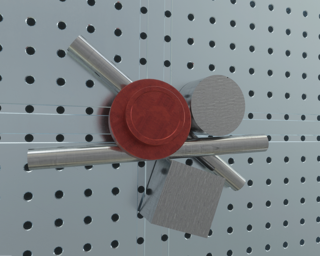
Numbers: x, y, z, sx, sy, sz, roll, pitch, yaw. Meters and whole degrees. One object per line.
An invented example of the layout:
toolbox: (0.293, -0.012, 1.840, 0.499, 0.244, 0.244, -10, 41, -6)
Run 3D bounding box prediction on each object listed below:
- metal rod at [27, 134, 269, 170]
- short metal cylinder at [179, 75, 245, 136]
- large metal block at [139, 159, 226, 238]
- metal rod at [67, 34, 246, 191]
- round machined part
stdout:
metal rod: (-0.004, 0.028, 0.392, 0.302, 0.025, 0.025, -3, 91, -13)
short metal cylinder: (0.068, -0.029, 0.425, 0.081, 0.050, 0.079, 0, 90, -21)
large metal block: (0.029, 0.089, 0.409, 0.080, 0.050, 0.080, 21, 83, -19)
metal rod: (0.006, -0.011, 0.416, 0.300, 0.025, 0.025, 40, 77, -16)
round machined part: (-0.009, -0.011, 0.365, 0.099, 0.042, 0.097, 2, 81, -14)
